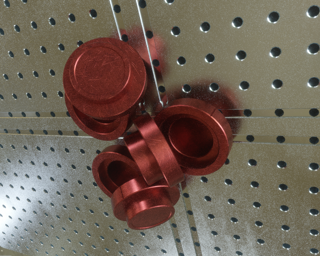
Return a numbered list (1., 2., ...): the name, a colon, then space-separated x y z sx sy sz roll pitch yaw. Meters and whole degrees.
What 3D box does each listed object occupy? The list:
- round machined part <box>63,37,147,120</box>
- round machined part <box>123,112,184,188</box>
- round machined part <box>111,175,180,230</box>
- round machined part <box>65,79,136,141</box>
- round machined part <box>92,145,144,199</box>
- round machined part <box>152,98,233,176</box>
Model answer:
1. round machined part: -0.065 -0.061 0.362 0.098 0.042 0.098 0 82 2
2. round machined part: -0.012 0.032 0.388 0.042 0.098 0.098 -29 107 -6
3. round machined part: -0.017 0.110 0.441 0.099 0.042 0.098 -13 142 -11
4. round machined part: -0.075 -0.035 0.418 0.098 0.042 0.097 13 124 21
5. round machined part: -0.050 0.066 0.467 0.098 0.042 0.097 13 124 21
6. round machined part: 0.041 0.007 0.383 0.098 0.042 0.097 13 124 21
